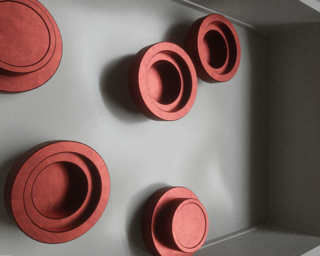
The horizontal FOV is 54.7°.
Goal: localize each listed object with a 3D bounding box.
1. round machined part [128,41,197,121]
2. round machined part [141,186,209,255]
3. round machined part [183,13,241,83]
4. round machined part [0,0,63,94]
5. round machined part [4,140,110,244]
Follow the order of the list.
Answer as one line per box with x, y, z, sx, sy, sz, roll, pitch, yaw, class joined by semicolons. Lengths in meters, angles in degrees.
-0.001;-0.057;0.397;0.099;0.042;0.097;0;90;-40;round machined part
0.027;0.127;0.412;0.099;0.042;0.098;9;76;-39;round machined part
0.073;-0.115;0.459;0.099;0.042;0.097;0;90;-40;round machined part
-0.136;-0.081;0.282;0.099;0.042;0.097;0;90;-40;round machined part
-0.103;0.060;0.310;0.099;0.042;0.097;0;90;-40;round machined part
